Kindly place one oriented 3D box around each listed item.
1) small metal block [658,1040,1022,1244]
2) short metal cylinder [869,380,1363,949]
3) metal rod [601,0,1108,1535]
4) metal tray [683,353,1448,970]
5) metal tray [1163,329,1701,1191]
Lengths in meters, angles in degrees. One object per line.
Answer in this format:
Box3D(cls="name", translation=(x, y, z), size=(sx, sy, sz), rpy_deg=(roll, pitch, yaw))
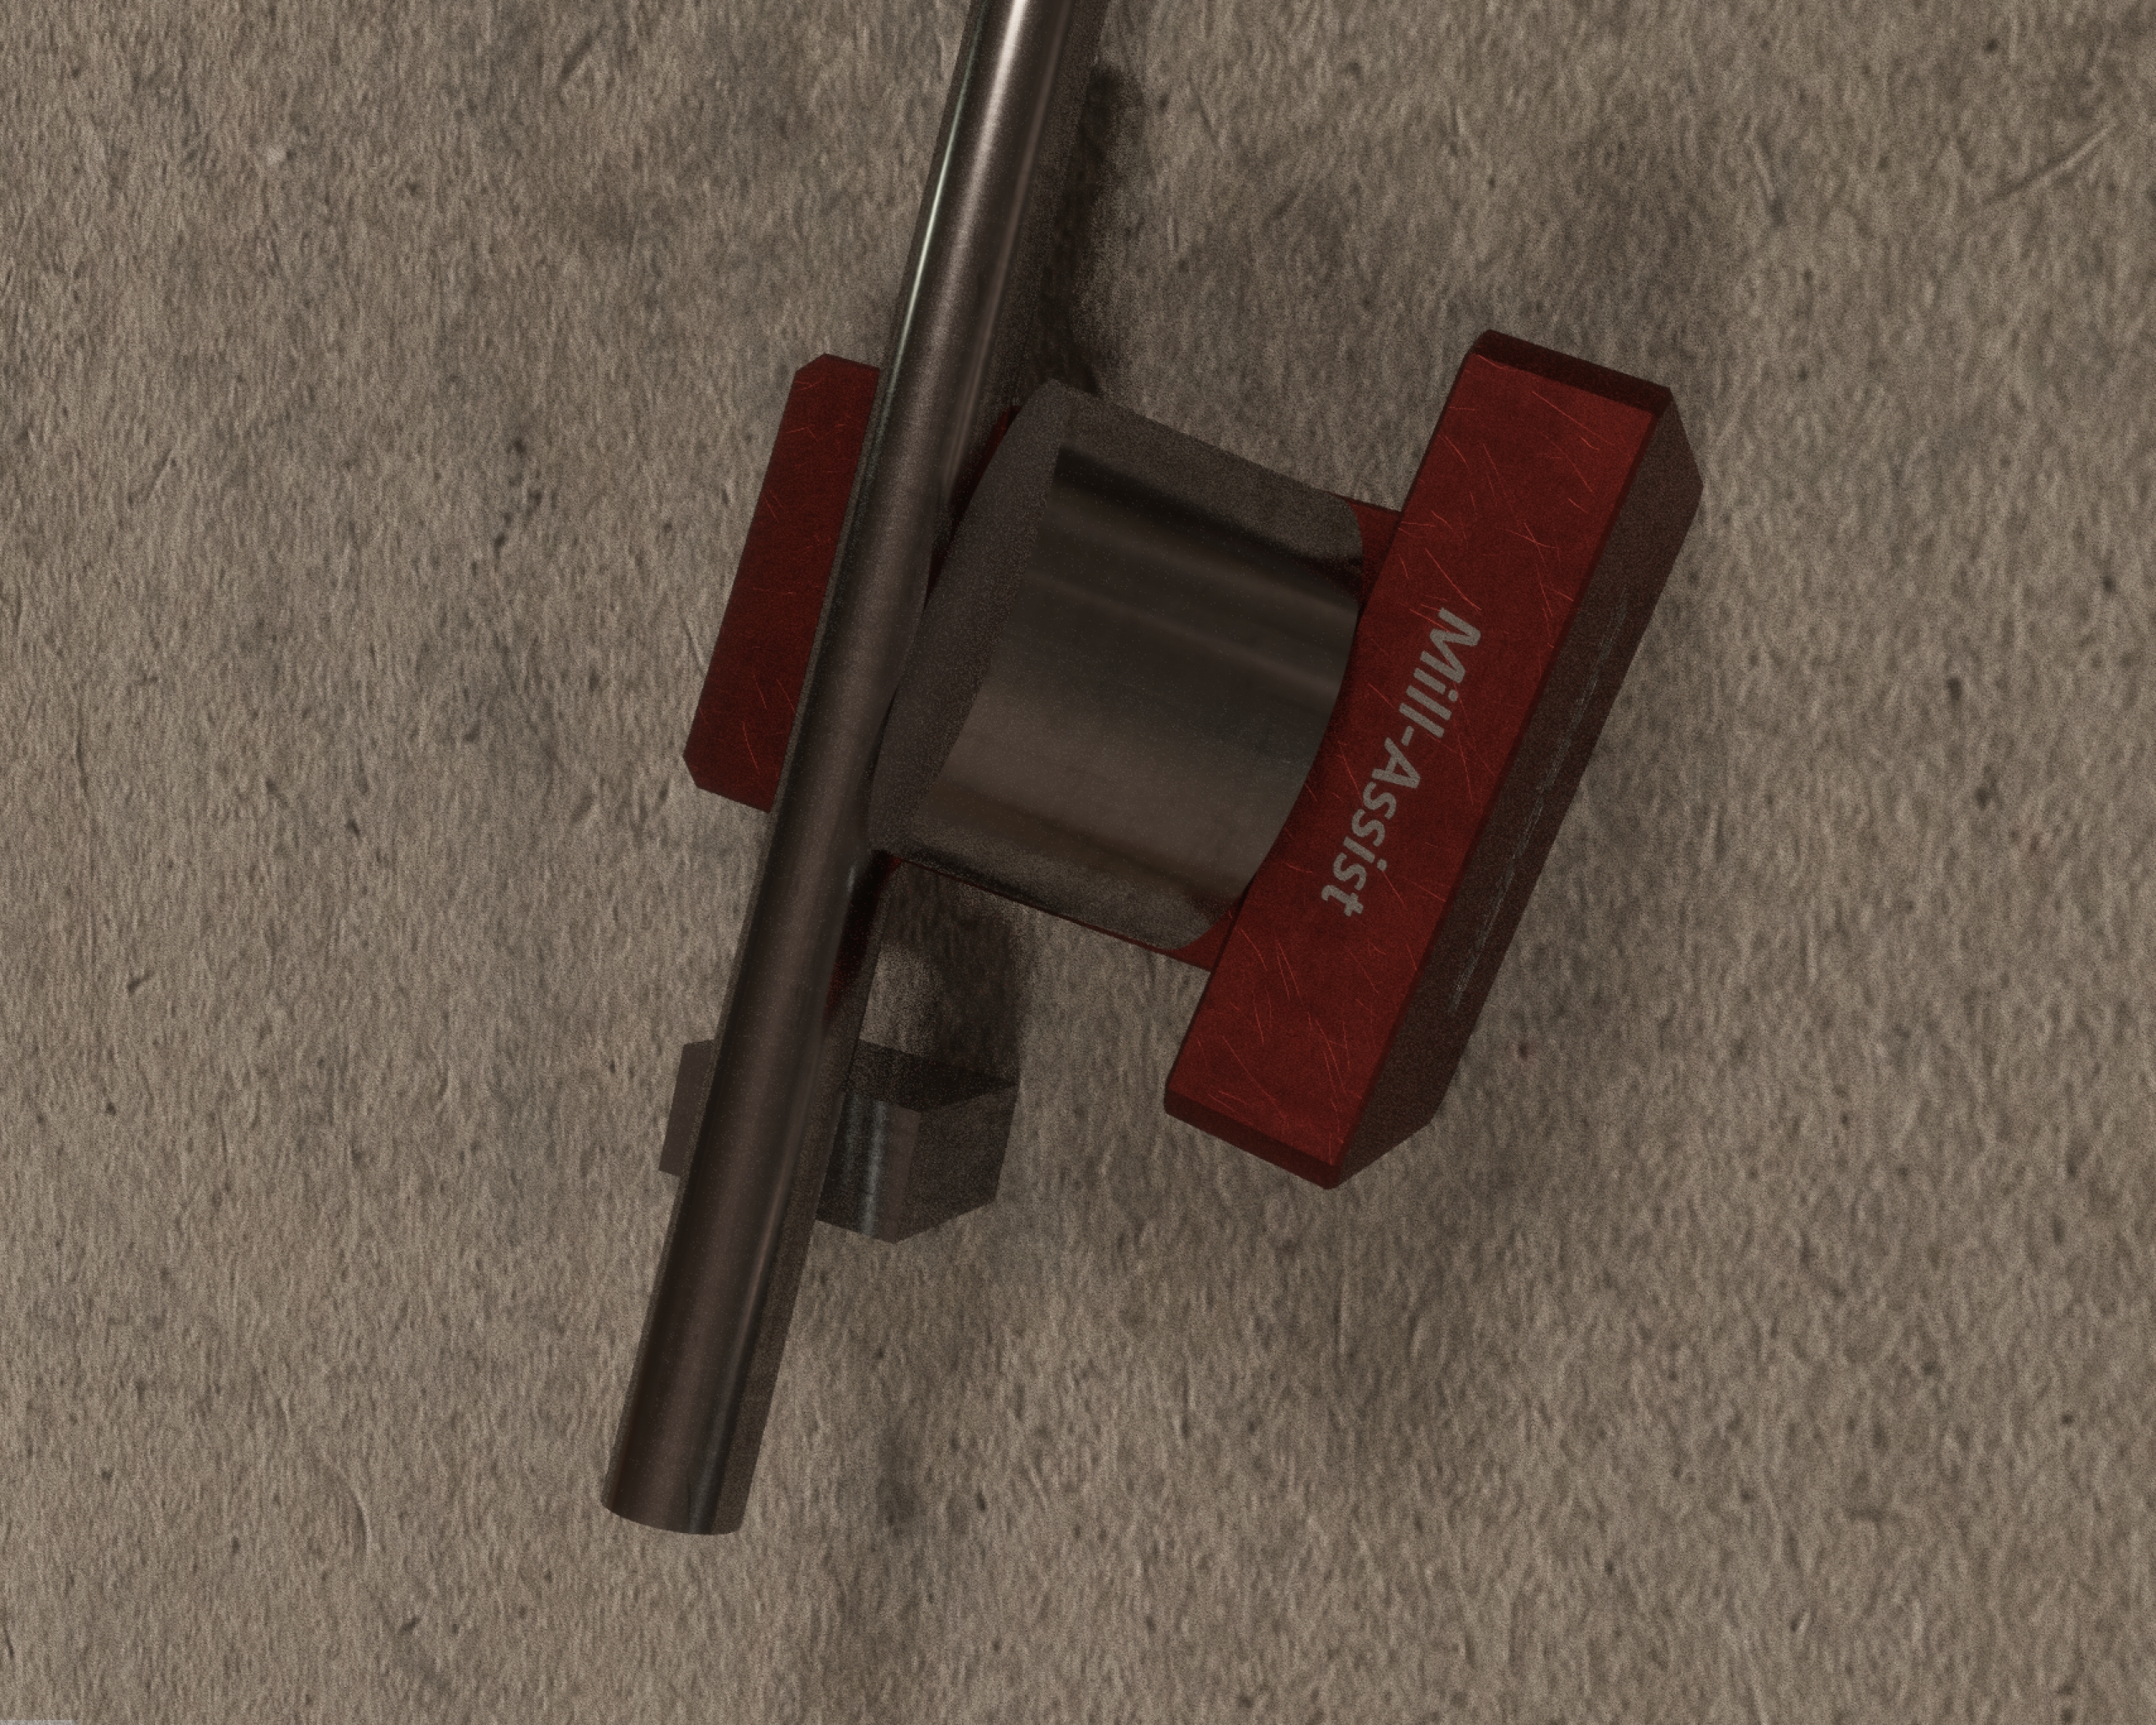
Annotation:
Box3D(cls="small metal block", translation=(-0.046, 0.052, 0.412), size=(0.050, 0.050, 0.025), rpy_deg=(14, 95, 19))
Box3D(cls="short metal cylinder", translation=(0.004, -0.031, 0.340), size=(0.050, 0.080, 0.080), rpy_deg=(20, 98, -15))
Box3D(cls="metal rod", translation=(-0.038, -0.030, 0.381), size=(0.025, 0.025, 0.298), rpy_deg=(11, 85, 19))
Box3D(cls="metal tray", translation=(-0.004, -0.039, 0.408), size=(0.130, 0.030, 0.089), rpy_deg=(19, 96, 18))
Box3D(cls="metal tray", translation=(0.063, -0.015, 0.353), size=(0.030, 0.090, 0.129), rpy_deg=(24, 98, 18))
